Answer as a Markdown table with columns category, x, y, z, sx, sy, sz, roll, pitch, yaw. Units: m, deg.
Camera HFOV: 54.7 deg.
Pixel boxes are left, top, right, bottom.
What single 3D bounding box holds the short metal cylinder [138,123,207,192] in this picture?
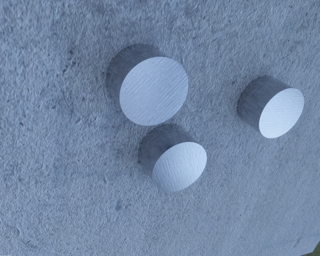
| category | x | y | z | sx | sy | sz | roll | pitch | yaw |
| --- | --- | --- | --- | --- | --- | --- | --- | --- | --- |
| short metal cylinder | 0.016 | 0.041 | 0.424 | 0.081 | 0.050 | 0.079 | -14 | 124 | -21 |

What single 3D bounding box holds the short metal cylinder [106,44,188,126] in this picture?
| category | x | y | z | sx | sy | sz | roll | pitch | yaw |
| --- | --- | --- | --- | --- | --- | --- | --- | --- | --- |
| short metal cylinder | -0.015 | -0.049 | 0.351 | 0.081 | 0.050 | 0.079 | -14 | 124 | -21 |

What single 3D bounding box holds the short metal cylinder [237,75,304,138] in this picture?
| category | x | y | z | sx | sy | sz | roll | pitch | yaw |
| --- | --- | --- | --- | --- | --- | --- | --- | --- | --- |
| short metal cylinder | 0.163 | -0.032 | 0.460 | 0.081 | 0.050 | 0.079 | -14 | 124 | -21 |
